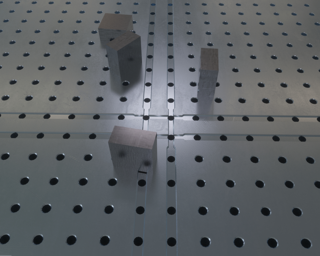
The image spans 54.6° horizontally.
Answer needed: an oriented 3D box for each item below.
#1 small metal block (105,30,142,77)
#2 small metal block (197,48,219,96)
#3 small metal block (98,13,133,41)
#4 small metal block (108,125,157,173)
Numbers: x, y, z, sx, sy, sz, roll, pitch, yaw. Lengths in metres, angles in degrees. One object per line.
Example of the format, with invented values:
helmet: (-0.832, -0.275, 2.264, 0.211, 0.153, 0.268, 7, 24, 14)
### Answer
small metal block: (-0.056, -0.118, 0.490, 0.025, 0.050, 0.050, 33, 58, 25)
small metal block: (0.071, -0.083, 0.462, 0.025, 0.050, 0.050, 4, 50, 4)
small metal block: (-0.079, -0.181, 0.560, 0.050, 0.025, 0.050, 6, 50, 5)
small metal block: (-0.031, 0.026, 0.370, 0.050, 0.050, 0.025, 9, 51, 7)
